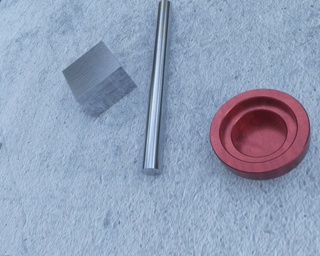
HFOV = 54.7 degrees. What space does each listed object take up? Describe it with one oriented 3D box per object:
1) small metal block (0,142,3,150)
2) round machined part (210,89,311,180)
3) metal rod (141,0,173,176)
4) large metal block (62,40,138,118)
[{"bbox_3d":[-0.309,0.044,0.536,0.050,0.025,0.050,0,61,27],"label":"small metal block"},{"bbox_3d":[0.107,0.010,0.331,0.098,0.042,0.098,-13,56,20],"label":"round machined part"},{"bbox_3d":[-0.001,-0.076,0.449,0.025,0.025,0.299,-9,57,23],"label":"metal rod"},{"bbox_3d":[-0.095,-0.077,0.483,0.080,0.050,0.080,-37,51,3],"label":"large metal block"}]
